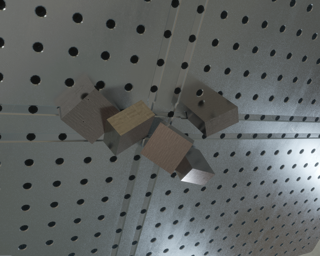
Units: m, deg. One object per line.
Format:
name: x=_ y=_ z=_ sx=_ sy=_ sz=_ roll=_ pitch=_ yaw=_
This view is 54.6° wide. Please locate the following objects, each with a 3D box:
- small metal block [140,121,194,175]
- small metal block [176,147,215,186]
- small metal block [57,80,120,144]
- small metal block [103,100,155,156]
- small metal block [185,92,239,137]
small metal block: x=0.010 y=0.025 z=0.414 sx=0.050 sy=0.025 sz=0.050 roll=34 pitch=102 yaw=4
small metal block: x=0.044 y=0.052 z=0.445 sx=0.050 sy=0.050 sz=0.025 roll=20 pitch=119 yaw=-41
small metal block: x=-0.079 y=-0.018 z=0.356 sx=0.050 sy=0.025 sz=0.050 roll=-42 pitch=129 yaw=1
small metal block: x=-0.037 y=0.000 z=0.368 sx=0.050 sy=0.025 sz=0.050 roll=-33 pitch=162 yaw=-30
small metal block: x=0.070 y=-0.020 z=0.420 sx=0.050 sy=0.050 sz=0.025 roll=-24 pitch=127 yaw=-14
